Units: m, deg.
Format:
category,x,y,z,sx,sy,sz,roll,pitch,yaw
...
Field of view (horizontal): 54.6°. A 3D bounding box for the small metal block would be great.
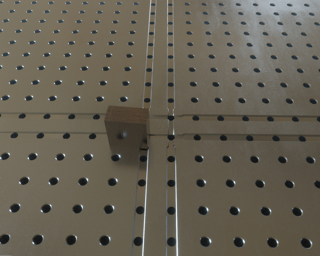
category,x,y,z,sx,sy,sz,roll,pitch,yaw
small metal block,-0.040,0.000,0.392,0.050,0.050,0.025,5,50,4
